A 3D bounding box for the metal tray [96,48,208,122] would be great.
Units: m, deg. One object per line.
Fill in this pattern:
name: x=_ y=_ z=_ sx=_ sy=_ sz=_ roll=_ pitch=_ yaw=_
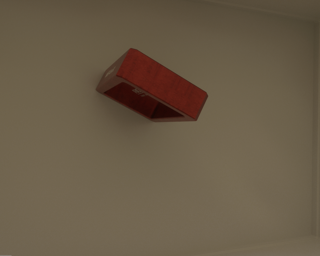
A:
metal tray: x=-0.016 y=-0.040 z=0.349 sx=0.090 sy=0.130 sz=0.030 roll=28 pitch=81 yaw=-18
